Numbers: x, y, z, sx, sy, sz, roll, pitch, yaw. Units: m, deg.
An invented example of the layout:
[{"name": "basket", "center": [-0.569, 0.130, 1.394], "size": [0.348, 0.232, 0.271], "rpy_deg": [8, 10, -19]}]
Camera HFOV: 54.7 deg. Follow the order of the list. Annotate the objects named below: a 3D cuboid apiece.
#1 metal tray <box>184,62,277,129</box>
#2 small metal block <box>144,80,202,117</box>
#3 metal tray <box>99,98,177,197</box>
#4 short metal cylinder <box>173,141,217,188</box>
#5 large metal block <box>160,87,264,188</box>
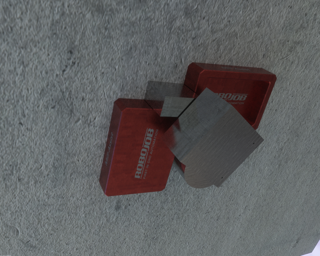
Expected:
[{"name": "metal tray", "center": [0.092, -0.040, 0.431], "size": [0.131, 0.030, 0.089], "rpy_deg": [-2, 119, -28]}, {"name": "small metal block", "center": [0.015, -0.036, 0.378], "size": [0.050, 0.050, 0.025], "rpy_deg": [1, 118, -29]}, {"name": "metal tray", "center": [-0.024, 0.027, 0.410], "size": [0.091, 0.030, 0.129], "rpy_deg": [1, 118, -29]}, {"name": "short metal cylinder", "center": [0.059, 0.040, 0.449], "size": [0.081, 0.050, 0.079], "rpy_deg": [-13, 124, -20]}, {"name": "large metal block", "center": [0.063, 0.013, 0.368], "size": [0.080, 0.050, 0.080], "rpy_deg": [-48, 129, 6]}]
